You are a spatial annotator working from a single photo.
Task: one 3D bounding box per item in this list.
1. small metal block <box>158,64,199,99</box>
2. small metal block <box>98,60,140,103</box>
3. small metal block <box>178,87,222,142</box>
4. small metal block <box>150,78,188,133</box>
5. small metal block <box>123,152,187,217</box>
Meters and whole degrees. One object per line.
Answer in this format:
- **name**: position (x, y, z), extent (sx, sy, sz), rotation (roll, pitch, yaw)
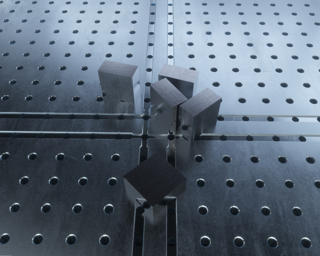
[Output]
- **small metal block**: position (0.026, -0.059, 0.442), extent (0.050, 0.050, 0.025), rotation (15, 52, 12)
- **small metal block**: position (-0.058, -0.066, 0.447), extent (0.050, 0.050, 0.025), rotation (13, 51, 10)
- **small metal block**: position (0.051, -0.017, 0.406), extent (0.050, 0.050, 0.025), rotation (-34, 58, -25)
- **small metal block**: position (0.011, -0.030, 0.417), extent (0.025, 0.050, 0.050), rotation (-27, 55, -21)
- **small metal block**: position (-0.006, 0.063, 0.355), extent (0.050, 0.025, 0.050), rotation (-35, 58, -26)
